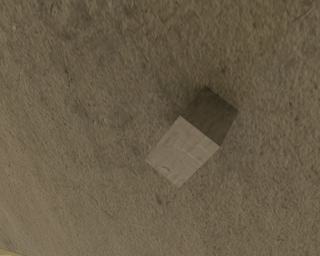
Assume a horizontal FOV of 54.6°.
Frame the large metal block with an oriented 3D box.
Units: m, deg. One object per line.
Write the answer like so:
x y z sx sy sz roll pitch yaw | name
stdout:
0.037 0.009 0.357 0.050 0.080 0.080 39 129 2 | large metal block
